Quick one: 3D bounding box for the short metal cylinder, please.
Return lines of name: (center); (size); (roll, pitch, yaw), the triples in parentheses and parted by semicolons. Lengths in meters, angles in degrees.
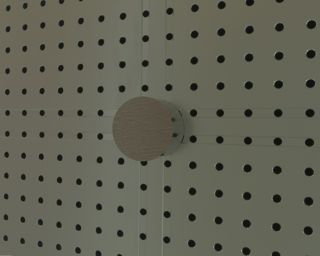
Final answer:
short metal cylinder: (-0.014, 0.001, 0.403); (0.080, 0.050, 0.079); (0, 90, 19)
